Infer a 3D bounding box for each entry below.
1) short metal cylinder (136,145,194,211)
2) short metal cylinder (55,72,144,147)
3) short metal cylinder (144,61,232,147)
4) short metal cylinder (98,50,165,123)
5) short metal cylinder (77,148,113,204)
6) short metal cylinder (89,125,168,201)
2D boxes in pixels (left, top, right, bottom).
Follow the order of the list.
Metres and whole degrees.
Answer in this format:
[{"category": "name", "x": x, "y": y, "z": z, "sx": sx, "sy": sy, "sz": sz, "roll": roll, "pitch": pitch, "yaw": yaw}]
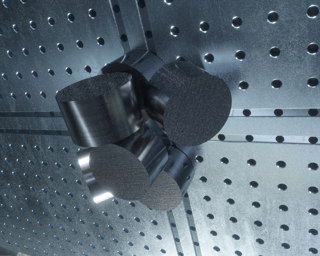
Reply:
[{"category": "short metal cylinder", "x": 0.002, "y": 0.070, "z": 0.437, "sx": 0.080, "sy": 0.050, "sz": 0.079, "roll": 13, "pitch": 125, "yaw": 20}, {"category": "short metal cylinder", "x": -0.062, "y": -0.022, "z": 0.329, "sx": 0.080, "sy": 0.080, "sz": 0.050, "roll": 1, "pitch": 119, "yaw": 28}, {"category": "short metal cylinder", "x": 0.029, "y": -0.027, "z": 0.335, "sx": 0.050, "sy": 0.081, "sz": 0.079, "roll": -134, "pitch": 34, "yaw": -53}, {"category": "short metal cylinder", "x": -0.032, "y": -0.050, "z": 0.381, "sx": 0.080, "sy": 0.050, "sz": 0.079, "roll": 13, "pitch": 125, "yaw": 20}, {"category": "short metal cylinder", "x": -0.082, "y": 0.062, "z": 0.450, "sx": 0.050, "sy": 0.080, "sz": 0.080, "roll": -21, "pitch": 114, "yaw": -11}, {"category": "short metal cylinder", "x": -0.037, "y": 0.040, "z": 0.374, "sx": 0.080, "sy": 0.050, "sz": 0.079, "roll": 13, "pitch": 124, "yaw": 21}]
